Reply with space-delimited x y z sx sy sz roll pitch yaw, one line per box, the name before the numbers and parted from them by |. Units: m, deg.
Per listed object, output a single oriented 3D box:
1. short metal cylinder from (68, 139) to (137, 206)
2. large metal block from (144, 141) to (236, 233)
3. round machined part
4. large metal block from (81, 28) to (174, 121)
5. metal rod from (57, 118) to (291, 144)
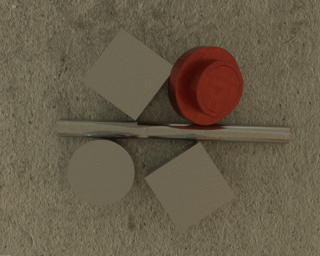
short metal cylinder | -0.071 0.054 0.398 0.081 0.050 0.079 0 90 -1
large metal block | 0.037 0.072 0.399 0.080 0.050 0.080 -33 90 0
round machined part | 0.062 -0.050 0.380 0.099 0.042 0.097 -8 108 -26
large metal block | -0.038 -0.065 0.396 0.080 0.050 0.080 37 90 -1
metal rod | 0.019 0.004 0.412 0.302 0.025 0.025 2 90 -1
